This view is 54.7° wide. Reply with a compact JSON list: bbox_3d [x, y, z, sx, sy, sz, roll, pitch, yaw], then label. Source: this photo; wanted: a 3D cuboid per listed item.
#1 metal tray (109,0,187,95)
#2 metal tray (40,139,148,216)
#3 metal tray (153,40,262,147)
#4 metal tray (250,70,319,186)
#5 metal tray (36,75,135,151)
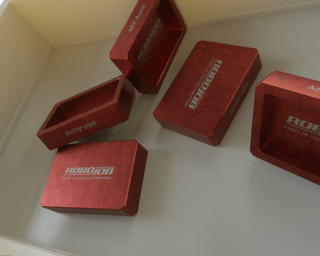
[{"bbox_3d":[-0.012,-0.125,0.445,0.030,0.090,0.130,11,67,33],"label":"metal tray"},{"bbox_3d":[-0.086,0.065,0.406,0.130,0.030,0.090,-5,59,25],"label":"metal tray"},{"bbox_3d":[0.061,-0.050,0.400,0.090,0.030,0.130,21,73,35],"label":"metal tray"},{"bbox_3d":[0.149,0.009,0.278,0.130,0.089,0.030,26,48,36],"label":"metal tray"},{"bbox_3d":[-0.104,-0.024,0.448,0.130,0.030,0.090,-20,31,15],"label":"metal tray"}]
